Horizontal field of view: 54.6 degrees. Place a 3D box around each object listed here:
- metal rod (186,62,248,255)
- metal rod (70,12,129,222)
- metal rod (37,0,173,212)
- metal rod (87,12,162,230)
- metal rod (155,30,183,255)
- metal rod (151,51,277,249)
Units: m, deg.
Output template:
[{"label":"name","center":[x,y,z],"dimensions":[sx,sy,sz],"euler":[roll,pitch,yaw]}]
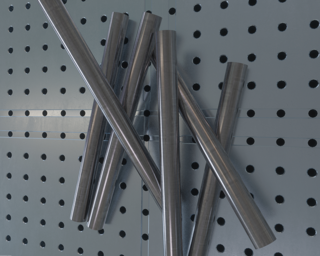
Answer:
[{"label":"metal rod","center":[0.066,0.068,0.389],"dimensions":[0.025,0.025,0.298],"euler":[13,94,19]},{"label":"metal rod","center":[-0.087,-0.012,0.443],"dimensions":[0.025,0.025,0.298],"euler":[14,95,19]},{"label":"metal rod","center":[-0.057,-0.021,0.382],"dimensions":[0.025,0.025,0.299],"euler":[-25,101,18]},{"label":"metal rod","center":[-0.051,0.001,0.413],"dimensions":[0.025,0.025,0.298],"euler":[21,104,19]},{"label":"metal rod","center":[0.012,0.037,0.376],"dimensions":[0.025,0.025,0.298],"euler":[0,96,20]},{"label":"metal rod","center":[0.046,-0.004,0.374],"dimensions":[0.025,0.025,0.299],"euler":[-33,71,17]}]
